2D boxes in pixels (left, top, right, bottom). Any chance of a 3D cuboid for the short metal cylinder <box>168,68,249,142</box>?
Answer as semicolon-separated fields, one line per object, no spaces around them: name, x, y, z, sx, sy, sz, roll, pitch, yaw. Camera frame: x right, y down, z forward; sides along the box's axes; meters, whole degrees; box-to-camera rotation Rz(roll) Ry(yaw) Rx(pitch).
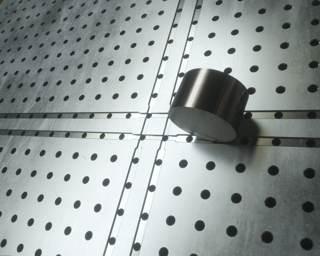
short metal cylinder;0.056;-0.025;0.358;0.080;0.080;0.050;10;67;32
